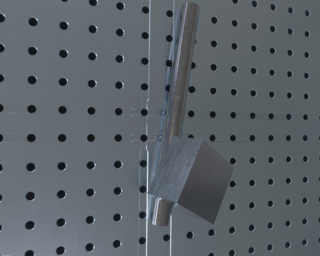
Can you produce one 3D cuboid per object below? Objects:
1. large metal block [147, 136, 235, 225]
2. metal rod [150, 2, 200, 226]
[{"bbox_3d":[0.042,0.066,0.395,0.080,0.050,0.080,39,67,-39],"label":"large metal block"},{"bbox_3d":[0.021,-0.020,0.420,0.025,0.025,0.298,9,87,-20],"label":"metal rod"}]
